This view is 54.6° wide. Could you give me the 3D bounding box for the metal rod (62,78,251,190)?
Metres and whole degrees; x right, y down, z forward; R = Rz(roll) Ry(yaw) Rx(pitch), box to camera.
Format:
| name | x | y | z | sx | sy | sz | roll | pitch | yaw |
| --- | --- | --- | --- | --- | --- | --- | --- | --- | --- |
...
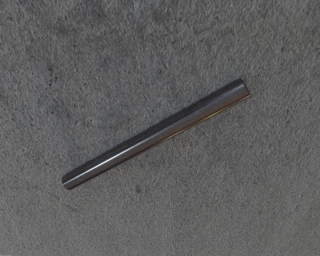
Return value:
| name | x | y | z | sx | sy | sz | roll | pitch | yaw |
| --- | --- | --- | --- | --- | --- | --- | --- | --- | --- |
| metal rod | -0.020 | 0.018 | 0.424 | 0.300 | 0.025 | 0.025 | -28 | 125 | 22 |
